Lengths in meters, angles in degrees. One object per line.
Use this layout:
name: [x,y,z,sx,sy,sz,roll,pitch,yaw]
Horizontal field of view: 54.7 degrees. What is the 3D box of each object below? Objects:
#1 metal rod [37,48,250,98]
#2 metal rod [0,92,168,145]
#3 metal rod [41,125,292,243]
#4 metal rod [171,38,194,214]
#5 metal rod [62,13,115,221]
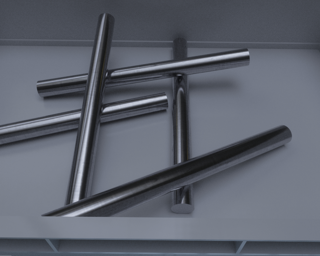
metal rod: [-0.025,-0.079,0.446,0.302,0.025,0.025,-9,50,2]
metal rod: [-0.137,-0.006,0.408,0.302,0.025,0.025,-13,51,-11]
metal rod: [0.031,0.047,0.332,0.302,0.025,0.025,-17,52,-27]
metal rod: [0.029,-0.028,0.428,0.025,0.025,0.300,2,50,1]
metal rod: [-0.086,-0.035,0.398,0.025,0.025,0.299,2,61,1]
